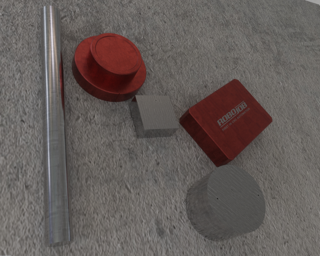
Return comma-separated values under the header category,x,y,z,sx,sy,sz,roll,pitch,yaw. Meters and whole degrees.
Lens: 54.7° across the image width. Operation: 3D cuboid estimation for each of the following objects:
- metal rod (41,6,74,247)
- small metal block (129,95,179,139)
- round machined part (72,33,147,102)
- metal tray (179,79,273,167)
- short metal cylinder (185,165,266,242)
category,x,y,z,sx,sy,sz,roll,pitch,yaw
metal rod,-0.121,-0.024,0.353,0.025,0.025,0.299,3,61,-27
small metal block,-0.009,-0.015,0.408,0.050,0.025,0.050,-2,63,-29
round machined part,-0.063,-0.086,0.412,0.099,0.042,0.098,14,56,-21
metal tray,0.102,-0.012,0.462,0.131,0.030,0.090,-34,81,-38
short metal cylinder,0.078,0.091,0.374,0.081,0.050,0.080,14,56,-21
